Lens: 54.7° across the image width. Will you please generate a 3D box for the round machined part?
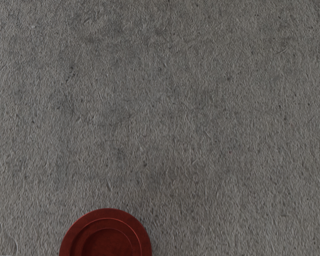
[{"bbox_3d":[-0.058,0.142,0.347,0.099,0.042,0.098,0,70,0],"label":"round machined part"}]
